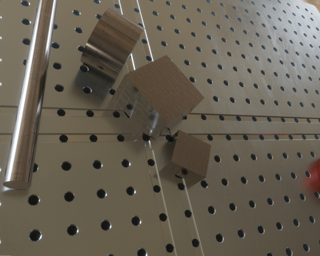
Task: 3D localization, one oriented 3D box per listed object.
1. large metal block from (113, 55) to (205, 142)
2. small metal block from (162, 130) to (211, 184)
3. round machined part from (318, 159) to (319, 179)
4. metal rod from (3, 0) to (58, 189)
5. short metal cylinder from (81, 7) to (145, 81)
[{"bbox_3d":[-0.002,-0.041,0.418,0.080,0.050,0.081,50,51,6],"label":"large metal block"},{"bbox_3d":[0.036,0.038,0.406,0.050,0.025,0.050,26,52,-13],"label":"small metal block"},{"bbox_3d":[0.321,0.082,0.524,0.099,0.042,0.098,14,56,-21],"label":"round machined part"},{"bbox_3d":[-0.148,-0.074,0.374,0.025,0.025,0.299,10,57,-24],"label":"metal rod"},{"bbox_3d":[-0.062,-0.109,0.407,0.050,0.080,0.080,29,52,-10],"label":"short metal cylinder"}]
